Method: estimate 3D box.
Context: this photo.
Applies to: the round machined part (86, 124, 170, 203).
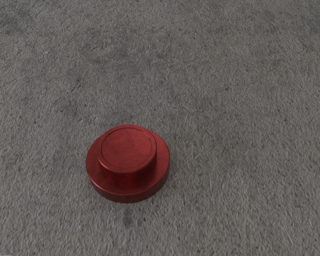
[{"bbox_3d":[-0.038,0.034,0.363,0.099,0.042,0.098,0,50,0],"label":"round machined part"}]
